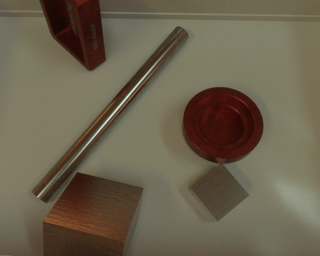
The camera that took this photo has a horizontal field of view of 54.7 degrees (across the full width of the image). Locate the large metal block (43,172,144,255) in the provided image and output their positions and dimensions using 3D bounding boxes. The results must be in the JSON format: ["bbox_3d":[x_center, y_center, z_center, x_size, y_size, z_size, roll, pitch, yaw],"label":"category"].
[{"bbox_3d":[-0.069,0.100,0.337,0.080,0.050,0.080,13,29,4],"label":"large metal block"}]

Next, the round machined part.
[{"bbox_3d":[0.078,0.000,0.399,0.099,0.042,0.098,0,66,-1],"label":"round machined part"}]

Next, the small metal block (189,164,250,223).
[{"bbox_3d":[0.071,0.080,0.381,0.050,0.025,0.050,-36,74,-12],"label":"small metal block"}]

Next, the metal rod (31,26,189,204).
[{"bbox_3d":[-0.057,-0.029,0.419,0.025,0.025,0.300,35,73,11],"label":"metal rod"}]

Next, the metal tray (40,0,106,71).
[{"bbox_3d":[-0.116,-0.145,0.404,0.090,0.129,0.030,43,69,13],"label":"metal tray"}]
